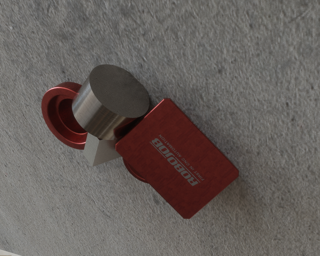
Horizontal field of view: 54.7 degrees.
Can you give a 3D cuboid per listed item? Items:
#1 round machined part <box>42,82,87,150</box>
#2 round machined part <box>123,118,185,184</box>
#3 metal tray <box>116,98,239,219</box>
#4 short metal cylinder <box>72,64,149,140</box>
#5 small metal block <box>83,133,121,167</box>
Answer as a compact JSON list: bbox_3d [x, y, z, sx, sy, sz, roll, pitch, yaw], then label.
[{"bbox_3d":[-0.116,-0.021,0.443,0.098,0.042,0.097,13,124,20],"label":"round machined part"},{"bbox_3d":[-0.012,0.038,0.425,0.098,0.042,0.097,13,124,20],"label":"round machined part"},{"bbox_3d":[0.021,0.037,0.387,0.090,0.030,0.130,-43,95,7],"label":"metal tray"},{"bbox_3d":[-0.061,-0.032,0.384,0.080,0.080,0.050,44,129,-3],"label":"short metal cylinder"},{"bbox_3d":[-0.071,0.020,0.417,0.025,0.050,0.050,46,133,28],"label":"small metal block"}]
